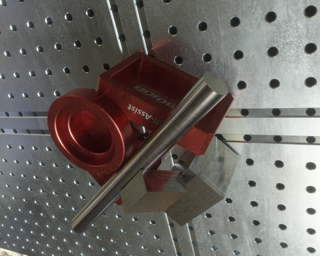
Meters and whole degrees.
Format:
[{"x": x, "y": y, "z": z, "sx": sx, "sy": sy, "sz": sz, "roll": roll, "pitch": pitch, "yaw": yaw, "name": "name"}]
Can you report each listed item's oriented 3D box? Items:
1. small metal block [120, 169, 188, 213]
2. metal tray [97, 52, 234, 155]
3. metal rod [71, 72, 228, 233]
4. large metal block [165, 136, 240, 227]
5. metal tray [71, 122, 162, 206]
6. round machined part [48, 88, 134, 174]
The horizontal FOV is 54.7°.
[{"x": -0.008, "y": 0.069, "z": 0.335, "sx": 0.050, "sy": 0.050, "sz": 0.025, "roll": -50, "pitch": 45, "yaw": 39, "name": "small metal block"}, {"x": 0.008, "y": -0.033, "z": 0.343, "sx": 0.130, "sy": 0.090, "sz": 0.030, "roll": 28, "pitch": 129, "yaw": 10, "name": "metal tray"}, {"x": -0.034, "y": 0.050, "z": 0.341, "sx": 0.025, "sy": 0.025, "sz": 0.298, "roll": 42, "pitch": 129, "yaw": -1, "name": "metal rod"}, {"x": 0.045, "y": 0.063, "z": 0.386, "sx": 0.050, "sy": 0.080, "sz": 0.080, "roll": 41, "pitch": 129, "yaw": -1, "name": "large metal block"}, {"x": -0.064, "y": 0.027, "z": 0.417, "sx": 0.030, "sy": 0.090, "sz": 0.130, "roll": -33, "pitch": 101, "yaw": 38, "name": "metal tray"}, {"x": -0.072, "y": 0.000, "z": 0.347, "sx": 0.098, "sy": 0.042, "sz": 0.097, "roll": 13, "pitch": 124, "yaw": 20, "name": "round machined part"}]
